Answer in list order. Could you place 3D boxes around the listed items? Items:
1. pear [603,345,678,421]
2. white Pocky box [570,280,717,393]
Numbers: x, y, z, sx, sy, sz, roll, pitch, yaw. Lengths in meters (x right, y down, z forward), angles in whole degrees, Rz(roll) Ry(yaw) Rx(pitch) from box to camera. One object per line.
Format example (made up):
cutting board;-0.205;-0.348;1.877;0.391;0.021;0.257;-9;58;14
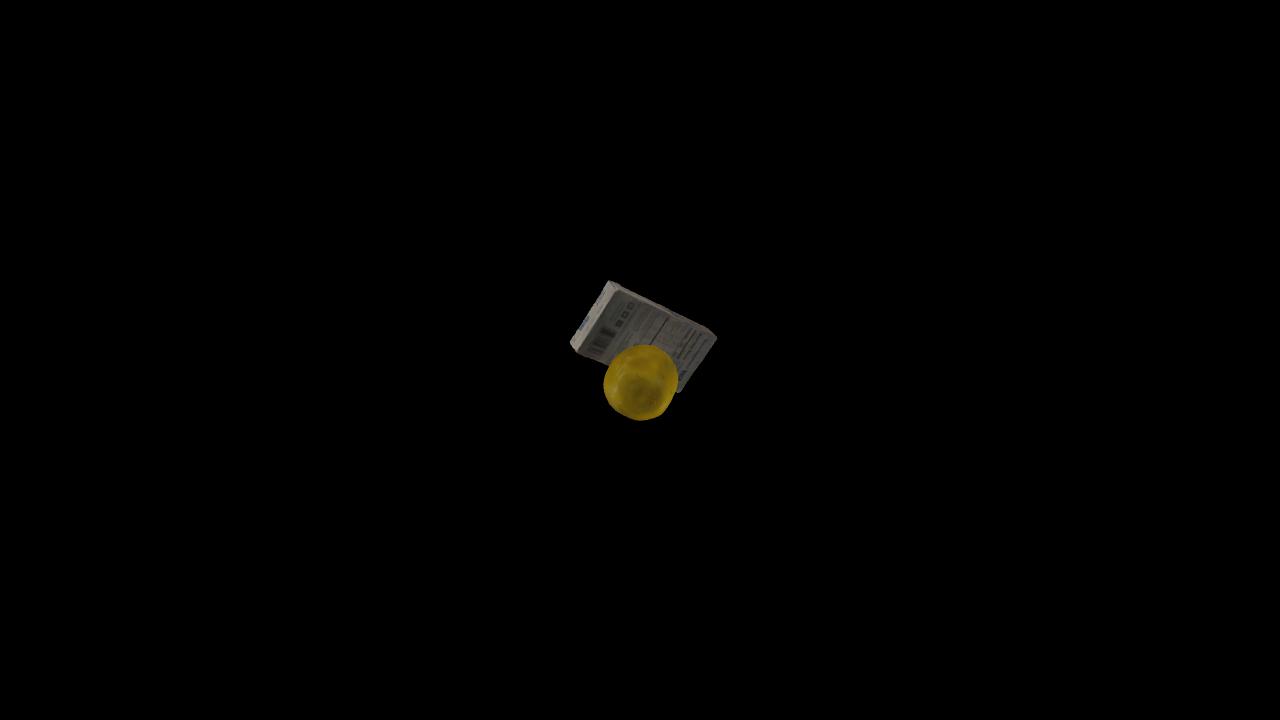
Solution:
pear;0.002;0.017;0.654;0.080;0.080;0.111;0;14;4
white Pocky box;0.007;-0.022;0.676;0.154;0.084;0.028;22;19;-37
